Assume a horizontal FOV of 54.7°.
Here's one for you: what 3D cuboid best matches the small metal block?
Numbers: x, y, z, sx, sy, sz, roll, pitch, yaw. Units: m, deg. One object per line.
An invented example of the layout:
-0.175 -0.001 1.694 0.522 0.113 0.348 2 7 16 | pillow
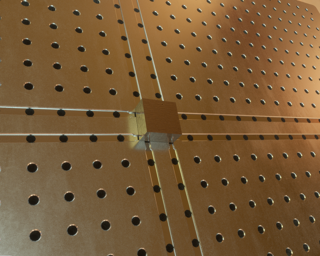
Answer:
-0.003 -0.009 0.414 0.050 0.025 0.050 5 60 -26 | small metal block
